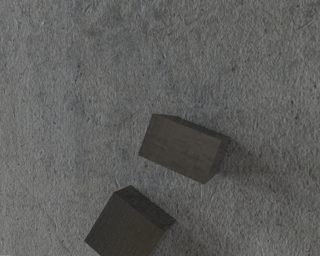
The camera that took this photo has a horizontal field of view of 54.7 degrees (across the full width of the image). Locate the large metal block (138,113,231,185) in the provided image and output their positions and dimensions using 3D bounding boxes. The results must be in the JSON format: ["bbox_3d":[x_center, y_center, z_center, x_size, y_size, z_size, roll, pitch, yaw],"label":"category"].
[{"bbox_3d":[0.033,0.021,0.368,0.080,0.080,0.050,22,98,18],"label":"large metal block"}]

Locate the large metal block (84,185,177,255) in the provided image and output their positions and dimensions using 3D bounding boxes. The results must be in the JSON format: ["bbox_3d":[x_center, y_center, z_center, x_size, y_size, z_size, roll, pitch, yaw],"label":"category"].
[{"bbox_3d":[-0.038,0.136,0.409,0.080,0.050,0.080,34,101,16],"label":"large metal block"}]
